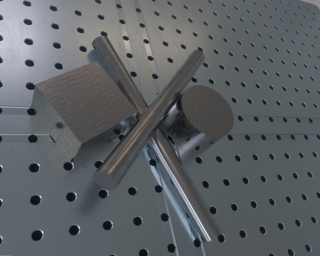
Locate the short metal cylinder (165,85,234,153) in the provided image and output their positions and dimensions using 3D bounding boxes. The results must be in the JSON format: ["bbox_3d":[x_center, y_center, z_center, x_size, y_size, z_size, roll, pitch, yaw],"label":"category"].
[{"bbox_3d":[0.054,-0.012,0.429,0.081,0.050,0.080,14,56,-21],"label":"short metal cylinder"}]

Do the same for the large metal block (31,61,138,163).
[{"bbox_3d":[-0.087,-0.020,0.358,0.081,0.050,0.080,-33,81,-38],"label":"large metal block"}]

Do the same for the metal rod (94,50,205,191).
[{"bbox_3d":[0.005,-0.034,0.403,0.025,0.025,0.301,38,42,-3],"label":"metal rod"}]

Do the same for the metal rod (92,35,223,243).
[{"bbox_3d":[-0.011,0.003,0.400,0.025,0.025,0.299,-20,72,-36],"label":"metal rod"}]
